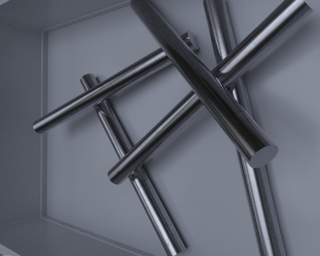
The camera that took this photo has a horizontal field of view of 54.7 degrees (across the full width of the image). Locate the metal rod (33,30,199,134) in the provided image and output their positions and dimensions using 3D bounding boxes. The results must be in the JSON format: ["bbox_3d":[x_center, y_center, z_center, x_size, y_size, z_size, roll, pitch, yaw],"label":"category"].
[{"bbox_3d":[-0.080,-0.054,0.446,0.300,0.025,0.025,-24,75,29],"label":"metal rod"}]

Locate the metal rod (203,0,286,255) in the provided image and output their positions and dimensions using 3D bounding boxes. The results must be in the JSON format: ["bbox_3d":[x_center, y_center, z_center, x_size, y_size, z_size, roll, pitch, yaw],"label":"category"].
[{"bbox_3d":[0.089,-0.002,0.333,0.025,0.025,0.299,-18,79,38],"label":"metal rod"}]

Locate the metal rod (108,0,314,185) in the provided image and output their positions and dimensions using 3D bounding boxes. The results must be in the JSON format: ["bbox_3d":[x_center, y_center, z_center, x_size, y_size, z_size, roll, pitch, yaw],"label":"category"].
[{"bbox_3d":[0.032,-0.022,0.346,0.299,0.025,0.025,-44,64,31],"label":"metal rod"}]

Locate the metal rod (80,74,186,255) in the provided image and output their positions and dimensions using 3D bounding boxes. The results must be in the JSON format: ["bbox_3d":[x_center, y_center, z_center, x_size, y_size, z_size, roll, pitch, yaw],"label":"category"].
[{"bbox_3d":[-0.048,0.039,0.446,0.025,0.025,0.299,-45,63,31],"label":"metal rod"}]

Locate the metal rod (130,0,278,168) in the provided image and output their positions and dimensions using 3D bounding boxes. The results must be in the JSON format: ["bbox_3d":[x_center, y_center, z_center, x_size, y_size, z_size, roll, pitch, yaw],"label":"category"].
[{"bbox_3d":[0.024,-0.076,0.333,0.025,0.025,0.300,-55,42,26],"label":"metal rod"}]
